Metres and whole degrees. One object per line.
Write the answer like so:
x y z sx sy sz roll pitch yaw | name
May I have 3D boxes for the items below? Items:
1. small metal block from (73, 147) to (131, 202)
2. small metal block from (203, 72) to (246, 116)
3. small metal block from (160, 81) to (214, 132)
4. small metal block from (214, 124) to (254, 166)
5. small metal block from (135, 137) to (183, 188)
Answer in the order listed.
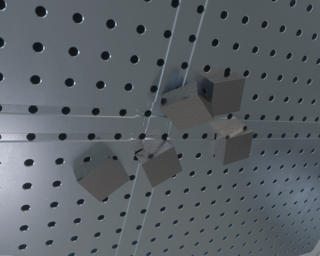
-0.076 0.062 0.407 0.050 0.025 0.050 -37 129 -4 | small metal block
0.086 -0.047 0.429 0.050 0.025 0.050 -12 124 -22 | small metal block
0.035 -0.027 0.399 0.050 0.025 0.050 -19 134 23 | small metal block
0.116 0.026 0.490 0.050 0.025 0.050 -14 124 -21 | small metal block
-0.001 0.049 0.440 0.050 0.025 0.050 -29 128 -10 | small metal block
